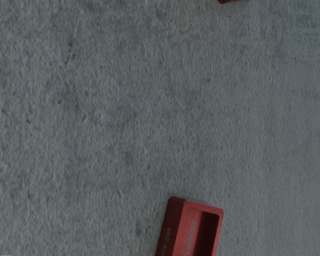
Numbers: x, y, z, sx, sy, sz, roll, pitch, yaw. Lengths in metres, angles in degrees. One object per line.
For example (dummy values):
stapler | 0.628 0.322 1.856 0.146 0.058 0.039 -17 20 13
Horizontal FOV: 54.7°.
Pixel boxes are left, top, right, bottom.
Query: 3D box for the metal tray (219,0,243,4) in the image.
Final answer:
metal tray | 0.121 -0.277 0.504 0.091 0.030 0.129 -27 107 -37

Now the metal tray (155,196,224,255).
metal tray | 0.040 0.170 0.437 0.090 0.030 0.130 24 75 -38
